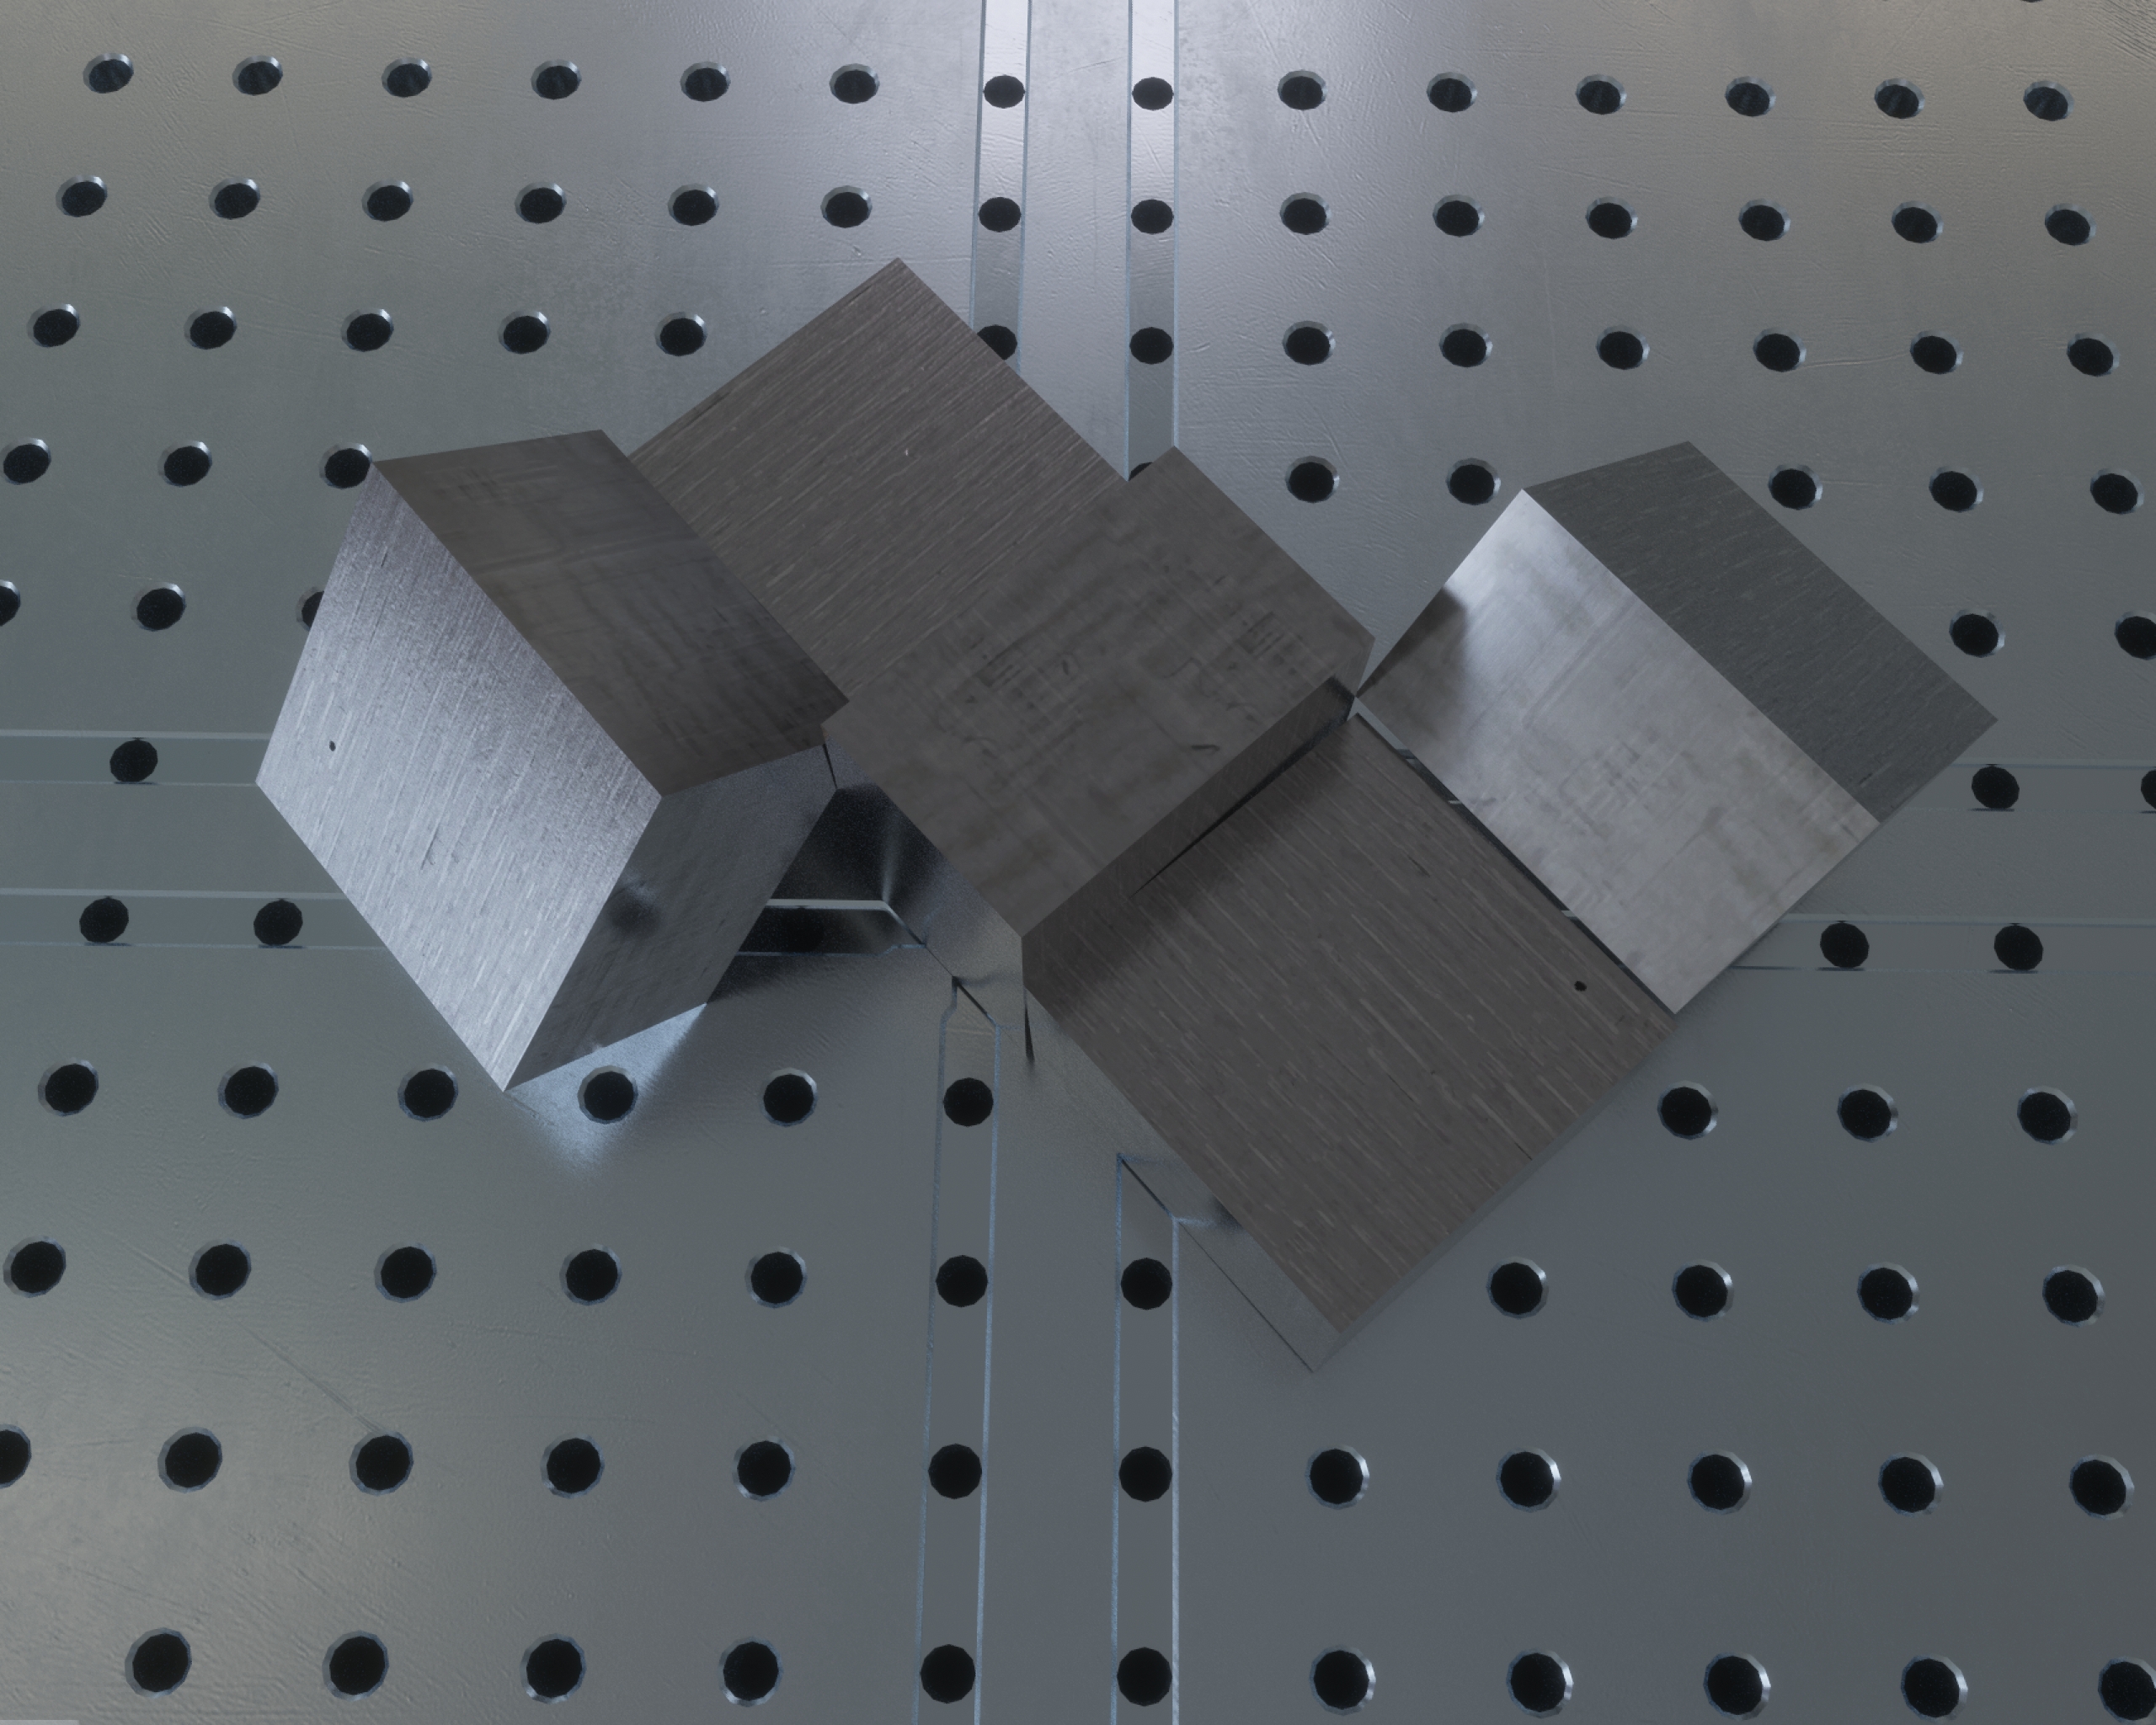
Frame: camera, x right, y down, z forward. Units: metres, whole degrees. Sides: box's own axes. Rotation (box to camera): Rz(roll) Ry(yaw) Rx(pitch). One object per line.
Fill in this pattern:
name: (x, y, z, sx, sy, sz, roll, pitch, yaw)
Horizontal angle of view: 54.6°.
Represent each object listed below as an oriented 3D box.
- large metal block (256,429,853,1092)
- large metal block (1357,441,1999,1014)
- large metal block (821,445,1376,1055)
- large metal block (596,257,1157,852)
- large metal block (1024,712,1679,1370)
large metal block: (-0.096, -0.020, 0.382, 0.080, 0.080, 0.050, 47, 38, 15)
large metal block: (0.112, -0.029, 0.387, 0.080, 0.050, 0.081, 47, 37, 14)
large metal block: (0.003, -0.018, 0.389, 0.080, 0.080, 0.050, -40, 76, -13)
large metal block: (-0.039, -0.059, 0.420, 0.080, 0.050, 0.080, -40, 76, -12)
large metal block: (0.048, 0.034, 0.386, 0.080, 0.050, 0.080, -39, 73, -13)
